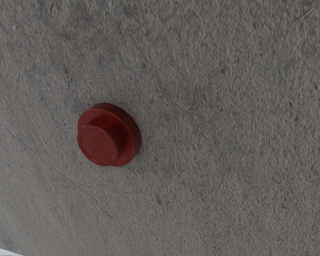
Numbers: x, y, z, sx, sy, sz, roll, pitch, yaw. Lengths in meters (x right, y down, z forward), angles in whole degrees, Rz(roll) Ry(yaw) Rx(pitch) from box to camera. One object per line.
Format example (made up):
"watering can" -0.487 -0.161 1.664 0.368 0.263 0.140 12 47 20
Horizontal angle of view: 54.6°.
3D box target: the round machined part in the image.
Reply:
"round machined part" -0.080 0.016 0.449 0.098 0.042 0.097 13 124 21
